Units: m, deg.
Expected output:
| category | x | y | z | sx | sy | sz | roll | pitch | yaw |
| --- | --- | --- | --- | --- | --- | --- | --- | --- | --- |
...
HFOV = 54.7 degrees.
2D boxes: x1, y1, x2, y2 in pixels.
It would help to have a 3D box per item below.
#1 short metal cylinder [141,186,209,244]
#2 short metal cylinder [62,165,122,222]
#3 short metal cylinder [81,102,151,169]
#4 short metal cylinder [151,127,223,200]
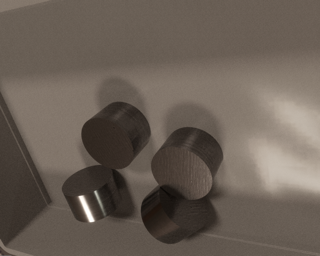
| category | x | y | z | sx | sy | sz | roll | pitch | yaw |
| --- | --- | --- | --- | --- | --- | --- | --- | --- | --- |
| short metal cylinder | 0.021 | 0.113 | 0.431 | 0.080 | 0.080 | 0.050 | 41 | 129 | 0 |
| short metal cylinder | -0.107 | 0.102 | 0.490 | 0.080 | 0.080 | 0.050 | -1 | 118 | 28 |
| short metal cylinder | -0.060 | 0.010 | 0.429 | 0.080 | 0.050 | 0.079 | 13 | 124 | 20 |
| short metal cylinder | 0.036 | 0.045 | 0.401 | 0.080 | 0.050 | 0.079 | 13 | 124 | 20 |
